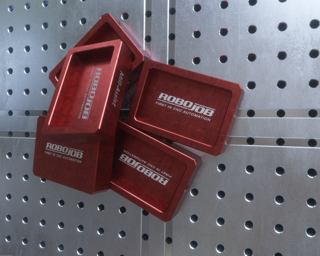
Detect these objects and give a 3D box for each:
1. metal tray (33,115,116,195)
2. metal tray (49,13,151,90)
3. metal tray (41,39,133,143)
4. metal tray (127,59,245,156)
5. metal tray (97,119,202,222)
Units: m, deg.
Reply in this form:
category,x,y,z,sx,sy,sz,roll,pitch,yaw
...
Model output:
category,x,y,z,sx,sy,sz,roll,pitch,yaw
metal tray,-0.124,0.033,0.436,0.130,0.030,0.090,8,94,34
metal tray,-0.086,-0.083,0.440,0.130,0.030,0.090,-41,76,15
metal tray,-0.091,-0.047,0.397,0.090,0.030,0.130,-2,65,27
metal tray,0.031,-0.028,0.398,0.130,0.030,0.090,19,97,18
metal tray,-0.022,0.053,0.417,0.130,0.030,0.090,27,99,18
